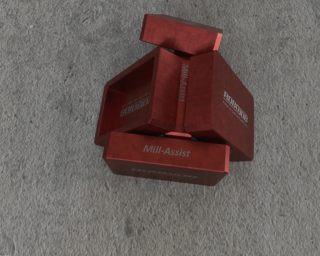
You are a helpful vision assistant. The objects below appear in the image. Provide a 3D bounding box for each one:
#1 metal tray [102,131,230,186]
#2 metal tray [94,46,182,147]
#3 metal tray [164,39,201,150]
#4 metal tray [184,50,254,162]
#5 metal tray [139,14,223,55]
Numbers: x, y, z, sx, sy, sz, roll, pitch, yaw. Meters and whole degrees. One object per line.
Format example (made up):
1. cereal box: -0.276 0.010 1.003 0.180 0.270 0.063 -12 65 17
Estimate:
1. metal tray: 0.007 0.039 0.360 0.131 0.090 0.030 7 70 2
2. metal tray: -0.030 -0.029 0.368 0.030 0.130 0.090 20 66 -32
3. metal tray: 0.026 -0.036 0.388 0.030 0.090 0.130 7 70 2
4. metal tray: 0.076 -0.019 0.364 0.030 0.130 0.090 -7 67 33
5. metal tray: 0.034 -0.123 0.406 0.090 0.130 0.030 17 112 5
